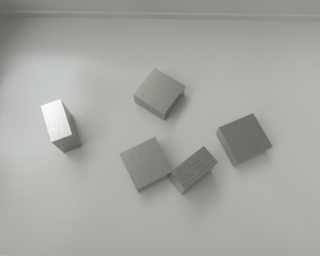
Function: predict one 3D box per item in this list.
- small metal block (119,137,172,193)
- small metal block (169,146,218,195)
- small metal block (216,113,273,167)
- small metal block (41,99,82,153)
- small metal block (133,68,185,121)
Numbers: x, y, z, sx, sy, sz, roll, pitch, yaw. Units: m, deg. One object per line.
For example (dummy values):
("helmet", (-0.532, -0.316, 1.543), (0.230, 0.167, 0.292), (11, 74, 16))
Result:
("small metal block", (-0.017, 0.046, 0.392), (0.050, 0.025, 0.050), (-25, 72, -9))
("small metal block", (0.039, 0.053, 0.377), (0.050, 0.050, 0.025), (-36, 74, -12))
("small metal block", (0.109, 0.015, 0.405), (0.050, 0.025, 0.050), (-22, 72, -8))
("small metal block", (-0.125, -0.001, 0.396), (0.025, 0.050, 0.050), (-21, 72, -7))
("small metal block", (-0.001, -0.046, 0.426), (0.050, 0.025, 0.050), (33, 73, 11))
